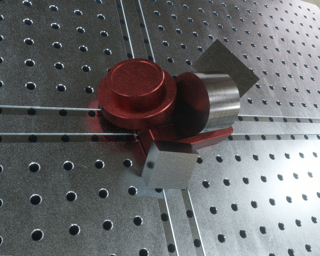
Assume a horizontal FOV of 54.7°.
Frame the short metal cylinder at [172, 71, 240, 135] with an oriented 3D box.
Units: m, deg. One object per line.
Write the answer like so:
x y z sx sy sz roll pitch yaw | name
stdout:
0.056 -0.033 0.403 0.050 0.080 0.080 -9 67 -33 | short metal cylinder

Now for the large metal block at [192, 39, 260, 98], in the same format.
0.098 -0.083 0.466 0.080 0.050 0.080 44 15 1 | large metal block

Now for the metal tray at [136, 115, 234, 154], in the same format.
0.029 -0.014 0.427 0.131 0.030 0.090 -12 68 -33 | metal tray

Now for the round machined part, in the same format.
-0.029 -0.049 0.383 0.099 0.042 0.098 -1 51 1 | round machined part

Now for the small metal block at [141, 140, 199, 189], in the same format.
0.011 0.044 0.364 0.050 0.050 0.025 7 24 -24 | small metal block
